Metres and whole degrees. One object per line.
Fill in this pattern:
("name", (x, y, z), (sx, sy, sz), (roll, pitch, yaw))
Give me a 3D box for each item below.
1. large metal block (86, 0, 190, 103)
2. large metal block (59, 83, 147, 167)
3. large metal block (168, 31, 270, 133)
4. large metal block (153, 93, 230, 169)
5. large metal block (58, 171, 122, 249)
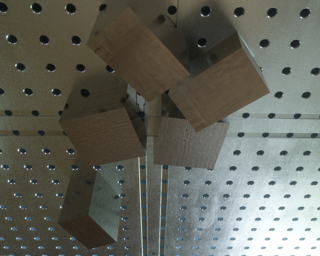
("large metal block", (-0.018, -0.086, 0.302), (0.050, 0.080, 0.080), (-33, 123, 24))
("large metal block", (-0.067, -0.002, 0.393), (0.080, 0.050, 0.080), (-12, 129, 9))
("large metal block", (0.061, -0.051, 0.326), (0.080, 0.080, 0.050), (-31, 108, 23))
("large metal block", (0.036, 0.005, 0.400), (0.081, 0.050, 0.079), (6, 130, -5))
("large metal block", (-0.105, 0.128, 0.483), (0.050, 0.080, 0.080), (-19, 128, 15))
